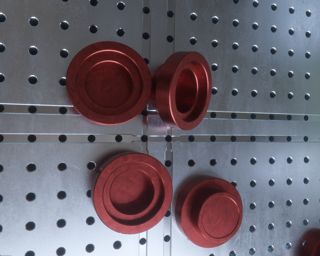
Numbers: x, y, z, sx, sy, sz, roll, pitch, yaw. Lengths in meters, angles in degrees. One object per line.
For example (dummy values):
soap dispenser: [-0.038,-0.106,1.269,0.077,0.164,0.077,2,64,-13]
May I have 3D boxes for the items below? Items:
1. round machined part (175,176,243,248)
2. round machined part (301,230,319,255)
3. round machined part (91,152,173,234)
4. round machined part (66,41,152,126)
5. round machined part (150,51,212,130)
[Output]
round machined part: [0.074,0.118,0.431,0.099,0.042,0.097,0,90,-20]
round machined part: [0.283,0.221,0.508,0.099,0.042,0.097,0,90,-20]
round machined part: [-0.037,0.078,0.390,0.099,0.042,0.097,0,90,-20]
round machined part: [-0.062,-0.051,0.376,0.099,0.042,0.098,1,87,-14]
round machined part: [0.024,-0.048,0.396,0.099,0.042,0.097,-19,114,-50]
